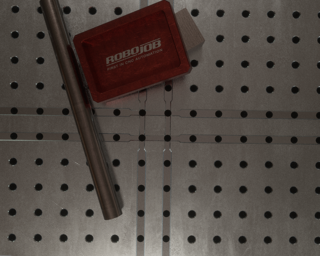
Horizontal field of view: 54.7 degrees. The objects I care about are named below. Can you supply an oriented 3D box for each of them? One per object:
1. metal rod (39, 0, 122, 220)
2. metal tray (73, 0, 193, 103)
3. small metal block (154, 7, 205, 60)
[{"bbox_3d":[-0.105,-0.025,0.411,0.025,0.025,0.298,-17,90,0],"label":"metal rod"},{"bbox_3d":[-0.035,-0.094,0.394,0.130,0.030,0.090,-17,93,12],"label":"metal tray"},{"bbox_3d":[0.024,-0.123,0.414,0.050,0.025,0.050,-30,90,-1],"label":"small metal block"}]
